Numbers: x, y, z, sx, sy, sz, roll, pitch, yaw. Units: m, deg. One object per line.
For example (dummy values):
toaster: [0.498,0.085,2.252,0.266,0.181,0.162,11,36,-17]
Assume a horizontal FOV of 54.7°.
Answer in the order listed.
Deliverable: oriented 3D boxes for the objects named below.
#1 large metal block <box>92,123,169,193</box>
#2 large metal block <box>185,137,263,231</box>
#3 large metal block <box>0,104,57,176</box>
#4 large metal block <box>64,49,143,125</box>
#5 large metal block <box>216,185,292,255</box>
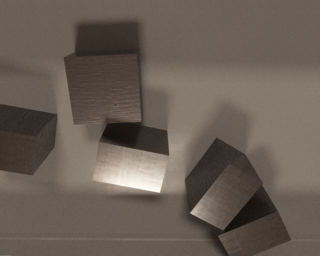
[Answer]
large metal block: [-0.034,0.032,0.393,0.081,0.080,0.050,12,110,-5]
large metal block: [0.079,0.071,0.409,0.050,0.080,0.080,30,107,-11]
large metal block: [-0.182,0.011,0.383,0.081,0.080,0.050,10,110,-4]
large metal block: [-0.064,-0.051,0.378,0.081,0.050,0.079,-3,110,0]
large metal block: [0.120,0.126,0.430,0.080,0.080,0.050,-26,108,9]
